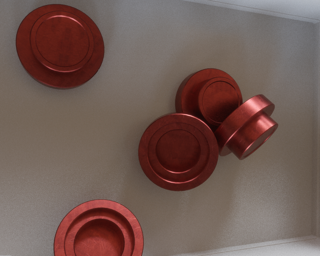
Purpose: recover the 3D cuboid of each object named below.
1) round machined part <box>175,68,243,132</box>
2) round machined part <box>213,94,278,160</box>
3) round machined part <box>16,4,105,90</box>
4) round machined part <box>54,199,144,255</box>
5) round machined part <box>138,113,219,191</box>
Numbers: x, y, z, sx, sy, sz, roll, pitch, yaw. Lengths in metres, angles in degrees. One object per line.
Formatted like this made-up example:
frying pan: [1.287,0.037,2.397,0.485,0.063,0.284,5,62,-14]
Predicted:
round machined part: [0.075,-0.035,0.430,0.099,0.042,0.097,0,90,-21]
round machined part: [0.118,0.005,0.414,0.099,0.098,0.042,-34,67,-17]
round machined part: [-0.114,-0.095,0.360,0.099,0.042,0.097,0,90,-21]
round machined part: [-0.071,0.137,0.361,0.099,0.042,0.098,8,55,-11]
round machined part: [0.023,0.028,0.399,0.099,0.042,0.097,0,98,1]
